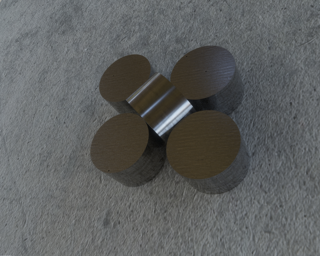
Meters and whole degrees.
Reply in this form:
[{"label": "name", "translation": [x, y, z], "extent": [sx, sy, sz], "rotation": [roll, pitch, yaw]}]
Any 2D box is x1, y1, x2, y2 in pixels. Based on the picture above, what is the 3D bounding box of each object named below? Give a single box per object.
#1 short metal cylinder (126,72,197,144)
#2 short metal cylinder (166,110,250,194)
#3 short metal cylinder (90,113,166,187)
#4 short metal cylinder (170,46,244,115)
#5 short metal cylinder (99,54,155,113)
[{"label": "short metal cylinder", "translation": [0.004, -0.022, 0.381], "extent": [0.050, 0.080, 0.080], "rotation": [-43, 51, -1]}, {"label": "short metal cylinder", "translation": [0.054, 0.027, 0.342], "extent": [0.080, 0.050, 0.080], "rotation": [-13, 56, 20]}, {"label": "short metal cylinder", "translation": [-0.039, 0.028, 0.390], "extent": [0.080, 0.050, 0.080], "rotation": [-13, 56, 20]}, {"label": "short metal cylinder", "translation": [0.060, -0.056, 0.389], "extent": [0.080, 0.050, 0.080], "rotation": [-13, 56, 20]}, {"label": "short metal cylinder", "translation": [-0.039, -0.058, 0.442], "extent": [0.080, 0.050, 0.080], "rotation": [-13, 56, 20]}]
